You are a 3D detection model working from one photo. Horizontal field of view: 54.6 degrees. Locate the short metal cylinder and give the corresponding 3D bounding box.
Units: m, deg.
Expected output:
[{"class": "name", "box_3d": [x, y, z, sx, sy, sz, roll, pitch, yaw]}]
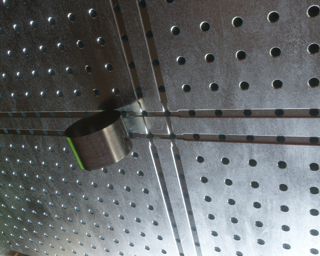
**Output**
[{"class": "short metal cylinder", "box_3d": [-0.084, 0.015, 0.430, 0.080, 0.080, 0.050, -4, 117, 30]}]
